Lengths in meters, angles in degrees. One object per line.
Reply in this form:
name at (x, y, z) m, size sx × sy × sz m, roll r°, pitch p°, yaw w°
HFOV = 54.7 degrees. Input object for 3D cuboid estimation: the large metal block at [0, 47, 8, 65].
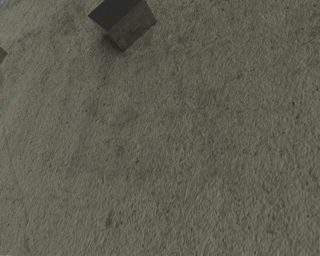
large metal block at (-0.406, -0.153, 0.695) m, size 0.080 × 0.050 × 0.080 m, roll 7°, pitch 65°, yaw 31°

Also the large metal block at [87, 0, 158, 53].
large metal block at (-0.066, -0.191, 0.540) m, size 0.080 × 0.050 × 0.080 m, roll -43°, pitch 51°, yaw -2°
